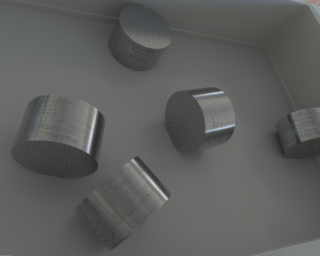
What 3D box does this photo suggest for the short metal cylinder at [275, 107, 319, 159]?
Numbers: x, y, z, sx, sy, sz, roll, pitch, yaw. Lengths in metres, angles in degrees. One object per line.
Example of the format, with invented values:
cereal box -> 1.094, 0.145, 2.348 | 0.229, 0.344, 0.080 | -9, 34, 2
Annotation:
short metal cylinder -> 0.230, 0.010, 0.488 | 0.081, 0.080, 0.050 | 7, 59, -25

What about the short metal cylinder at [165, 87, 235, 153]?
short metal cylinder -> 0.050, -0.011, 0.404 | 0.050, 0.080, 0.080 | -12, 68, -33

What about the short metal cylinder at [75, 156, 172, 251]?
short metal cylinder -> -0.035, 0.073, 0.307 | 0.050, 0.080, 0.080 | 48, 51, 5

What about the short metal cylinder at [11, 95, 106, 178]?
short metal cylinder -> -0.099, 0.011, 0.310 | 0.081, 0.080, 0.050 | 16, 55, -19

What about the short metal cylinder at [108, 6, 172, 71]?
short metal cylinder -> -0.029, -0.131, 0.453 | 0.081, 0.050, 0.080 | 14, 56, -21
